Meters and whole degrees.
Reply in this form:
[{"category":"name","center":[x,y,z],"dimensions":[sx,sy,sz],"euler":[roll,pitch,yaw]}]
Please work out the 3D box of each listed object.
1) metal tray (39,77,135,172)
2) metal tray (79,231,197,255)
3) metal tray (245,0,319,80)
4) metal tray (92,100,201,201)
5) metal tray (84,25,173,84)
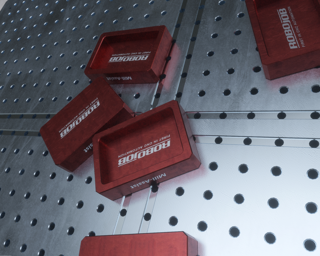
[{"category":"metal tray","center":[-0.113,-0.008,0.471],"dimensions":[0.130,0.030,0.090],"euler":[-42,51,-1]},{"category":"metal tray","center":[-0.027,0.159,0.322],"dimensions":[0.130,0.030,0.090],"euler":[-11,57,22]},{"category":"metal tray","center":[0.167,-0.131,0.398],"dimensions":[0.090,0.030,0.130],"euler":[-15,56,20]},{"category":"metal tray","center":[-0.022,0.028,0.400],"dimensions":[0.130,0.030,0.090],"euler":[-23,53,14]},{"category":"metal tray","center":[-0.052,-0.117,0.505],"dimensions":[0.130,0.030,0.090],"euler":[3,63,29]}]
